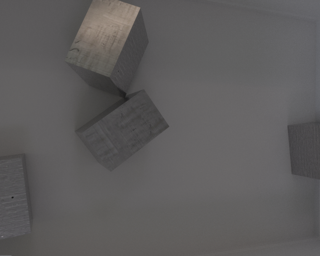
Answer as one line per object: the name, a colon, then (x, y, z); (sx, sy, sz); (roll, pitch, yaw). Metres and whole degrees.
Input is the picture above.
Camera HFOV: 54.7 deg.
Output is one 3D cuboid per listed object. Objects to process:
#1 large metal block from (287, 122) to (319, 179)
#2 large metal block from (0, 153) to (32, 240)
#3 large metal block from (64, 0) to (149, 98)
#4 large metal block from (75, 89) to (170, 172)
large metal block: (0.247, 0.033, 0.472); (0.050, 0.080, 0.080); (-7, 93, -20)
large metal block: (-0.184, 0.074, 0.329); (0.081, 0.050, 0.080); (-7, 93, -20)
large metal block: (-0.055, -0.089, 0.353); (0.050, 0.080, 0.080); (21, 82, 7)
large metal block: (-0.048, 0.001, 0.363); (0.080, 0.080, 0.050); (-38, 103, -16)
